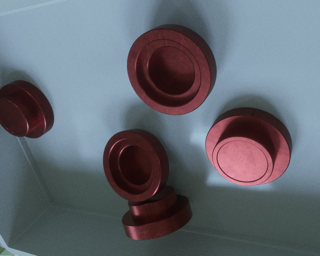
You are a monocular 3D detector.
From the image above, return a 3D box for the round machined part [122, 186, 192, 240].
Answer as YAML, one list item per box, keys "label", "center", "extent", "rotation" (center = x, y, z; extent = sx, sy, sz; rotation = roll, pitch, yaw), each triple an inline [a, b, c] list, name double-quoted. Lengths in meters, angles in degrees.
- label: "round machined part"
  center: [-0.007, 0.114, 0.438]
  extent: [0.098, 0.099, 0.042]
  rotation: [-12, 96, 33]

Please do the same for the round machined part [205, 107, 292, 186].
- label: "round machined part"
  center: [0.100, 0.028, 0.362]
  extent: [0.098, 0.042, 0.097]
  rotation: [13, 124, 21]

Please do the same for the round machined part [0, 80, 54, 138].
- label: "round machined part"
  center: [-0.226, -0.025, 0.502]
  extent: [0.098, 0.042, 0.097]
  rotation: [13, 124, 21]

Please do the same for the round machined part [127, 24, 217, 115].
- label: "round machined part"
  center: [0.016, -0.067, 0.348]
  extent: [0.098, 0.042, 0.097]
  rotation: [13, 124, 21]

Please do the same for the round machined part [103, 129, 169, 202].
- label: "round machined part"
  center: [-0.029, 0.049, 0.429]
  extent: [0.098, 0.042, 0.097]
  rotation: [6, 100, 32]
